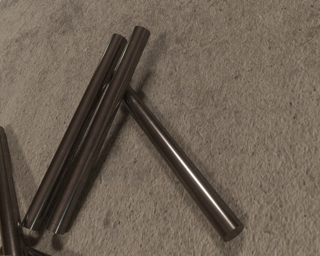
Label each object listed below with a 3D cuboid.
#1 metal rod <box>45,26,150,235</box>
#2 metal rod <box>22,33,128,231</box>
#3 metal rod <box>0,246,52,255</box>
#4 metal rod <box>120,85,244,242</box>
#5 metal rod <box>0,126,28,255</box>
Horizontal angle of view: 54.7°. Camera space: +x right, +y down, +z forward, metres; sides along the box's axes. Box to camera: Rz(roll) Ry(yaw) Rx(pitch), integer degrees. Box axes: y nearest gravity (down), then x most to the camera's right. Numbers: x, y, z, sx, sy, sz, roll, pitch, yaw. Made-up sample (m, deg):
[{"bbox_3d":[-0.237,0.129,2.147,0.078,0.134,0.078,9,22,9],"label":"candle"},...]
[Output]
[{"bbox_3d":[-0.079,-0.006,0.423,0.025,0.025,0.299,14,76,33],"label":"metal rod"},{"bbox_3d":[-0.117,-0.003,0.444,0.025,0.025,0.299,14,75,33],"label":"metal rod"},{"bbox_3d":[-0.070,0.171,0.333,0.300,0.025,0.025,5,64,30],"label":"metal rod"},{"bbox_3d":[-0.001,0.012,0.395,0.025,0.025,0.300,-39,51,1],"label":"metal rod"},{"bbox_3d":[-0.222,0.088,0.444,0.025,0.025,0.300,-40,45,1],"label":"metal rod"}]
